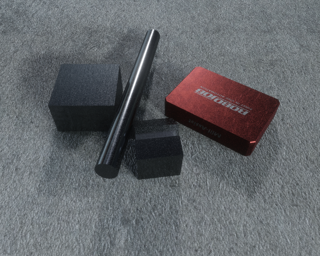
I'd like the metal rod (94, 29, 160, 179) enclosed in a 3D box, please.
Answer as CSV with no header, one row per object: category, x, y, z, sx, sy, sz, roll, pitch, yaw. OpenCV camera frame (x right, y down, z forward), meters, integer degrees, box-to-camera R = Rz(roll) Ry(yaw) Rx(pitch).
metal rod,-0.034,-0.057,0.430,0.025,0.025,0.300,7,44,5

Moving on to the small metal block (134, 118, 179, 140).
small metal block,-0.006,0.005,0.382,0.050,0.025,0.050,-6,11,-6

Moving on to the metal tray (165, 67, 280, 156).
metal tray,0.083,-0.028,0.424,0.130,0.030,0.090,28,55,21

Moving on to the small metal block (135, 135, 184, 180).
small metal block,-0.002,0.035,0.356,0.050,0.050,0.025,-6,56,-5

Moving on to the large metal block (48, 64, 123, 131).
large metal block,-0.096,-0.042,0.421,0.081,0.050,0.080,0,50,0
